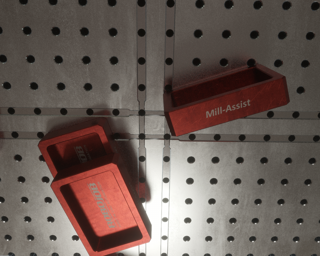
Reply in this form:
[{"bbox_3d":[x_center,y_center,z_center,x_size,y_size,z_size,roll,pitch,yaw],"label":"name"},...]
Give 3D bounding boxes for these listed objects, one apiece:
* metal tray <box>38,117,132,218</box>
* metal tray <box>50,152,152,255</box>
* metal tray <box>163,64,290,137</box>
[{"bbox_3d":[-0.098,0.059,0.431,0.090,0.030,0.129,-16,110,5],"label":"metal tray"},{"bbox_3d":[-0.075,0.106,0.416,0.090,0.030,0.129,-19,109,6],"label":"metal tray"},{"bbox_3d":[0.071,-0.036,0.366,0.131,0.090,0.030,-16,110,5],"label":"metal tray"}]
